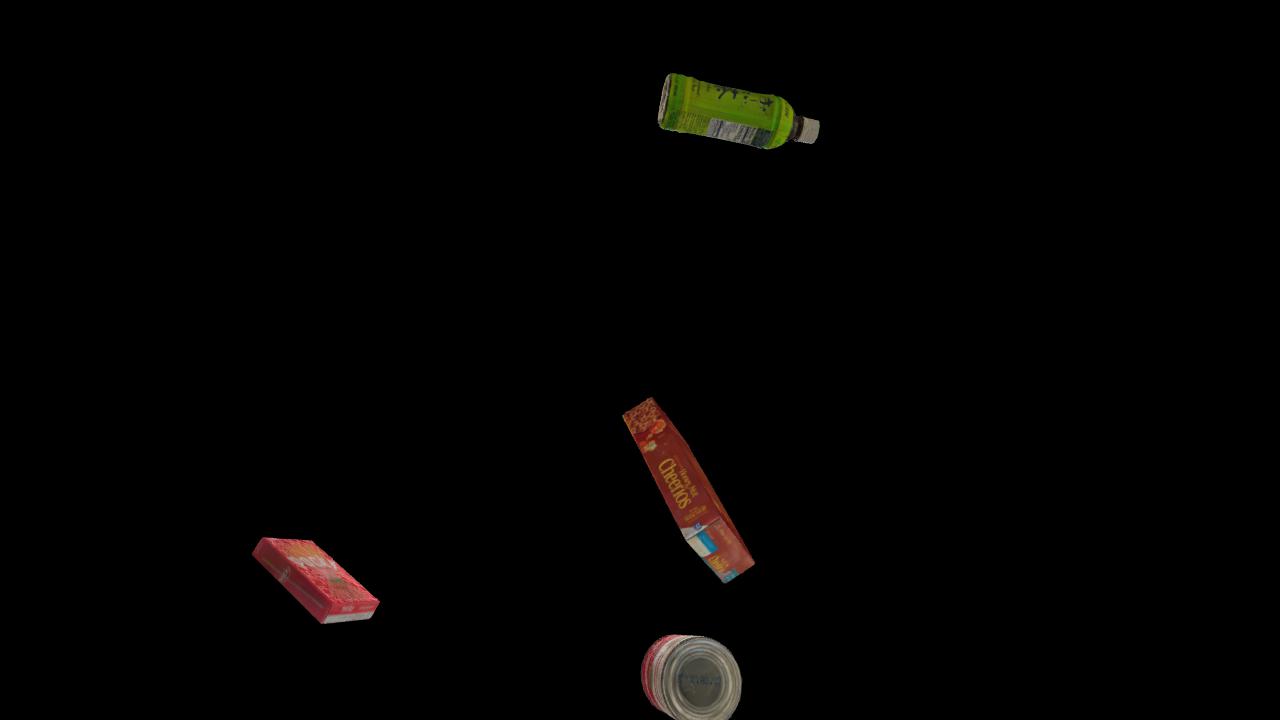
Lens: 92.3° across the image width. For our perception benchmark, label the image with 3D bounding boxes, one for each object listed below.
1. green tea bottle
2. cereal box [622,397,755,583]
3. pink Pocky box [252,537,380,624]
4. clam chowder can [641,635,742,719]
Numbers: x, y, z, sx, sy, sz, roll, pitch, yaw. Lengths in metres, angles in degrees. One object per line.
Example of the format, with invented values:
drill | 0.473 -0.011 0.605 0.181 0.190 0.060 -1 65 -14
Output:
green tea bottle | 0.132 -0.320 0.810 0.212 0.073 0.073 10 -2 -9
cereal box | 0.086 0.236 1.138 0.081 0.306 0.203 -32 -45 3
pink Pocky box | -0.418 0.281 0.793 0.155 0.029 0.084 26 -9 25
clam chowder can | 0.042 0.272 0.526 0.068 0.068 0.102 0 -23 -10
